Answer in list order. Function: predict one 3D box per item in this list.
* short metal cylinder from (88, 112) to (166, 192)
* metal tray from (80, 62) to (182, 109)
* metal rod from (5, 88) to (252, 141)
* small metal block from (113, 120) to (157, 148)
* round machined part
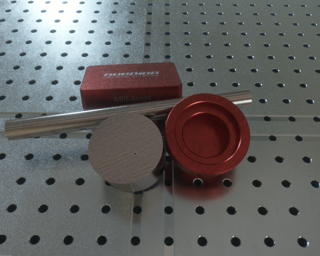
[{"bbox_3d":[-0.035,0.029,0.352,0.080,0.050,0.080,-2,68,5],"label":"short metal cylinder"},{"bbox_3d":[-0.040,-0.061,0.437,0.131,0.030,0.090,-3,32,-4],"label":"metal tray"},{"bbox_3d":[-0.032,-0.019,0.389,0.302,0.025,0.025,-8,51,-8],"label":"metal rod"},{"bbox_3d":[-0.035,0.009,0.410,0.050,0.025,0.050,14,51,11],"label":"small metal block"},{"bbox_3d":[0.054,0.011,0.373,0.099,0.042,0.098,1,72,-4],"label":"round machined part"}]
